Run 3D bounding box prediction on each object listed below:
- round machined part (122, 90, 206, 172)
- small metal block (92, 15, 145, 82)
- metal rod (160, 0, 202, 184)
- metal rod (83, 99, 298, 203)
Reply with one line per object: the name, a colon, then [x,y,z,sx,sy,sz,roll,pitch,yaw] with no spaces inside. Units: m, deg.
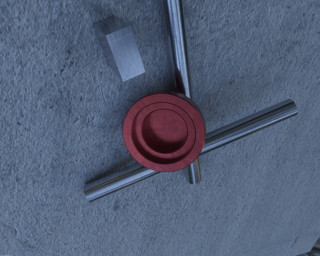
round machined part: [0.007,0.001,0.382,0.098,0.042,0.097,3,107,9]
small metal block: [-0.043,-0.082,0.317,0.025,0.050,0.050,-27,128,-12]
metal rod: [0.030,-0.040,0.400,0.025,0.025,0.298,-22,127,-16]
metal rod: [0.043,0.029,0.417,0.302,0.025,0.025,-23,128,-3]
